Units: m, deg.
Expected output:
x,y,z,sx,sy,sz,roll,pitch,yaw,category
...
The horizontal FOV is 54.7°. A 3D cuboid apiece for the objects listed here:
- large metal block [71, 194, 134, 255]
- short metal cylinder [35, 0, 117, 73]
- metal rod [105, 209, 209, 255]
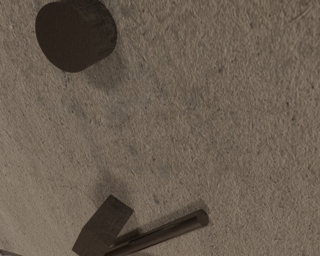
x,y,z,sx,sy,sz,roll,pitch,yaw,category
-0.097,0.174,0.528,0.050,0.080,0.079,34,129,5,large metal block
-0.099,-0.113,0.372,0.080,0.050,0.079,13,124,20,short metal cylinder
-0.032,0.201,0.546,0.025,0.025,0.299,49,128,-6,metal rod
